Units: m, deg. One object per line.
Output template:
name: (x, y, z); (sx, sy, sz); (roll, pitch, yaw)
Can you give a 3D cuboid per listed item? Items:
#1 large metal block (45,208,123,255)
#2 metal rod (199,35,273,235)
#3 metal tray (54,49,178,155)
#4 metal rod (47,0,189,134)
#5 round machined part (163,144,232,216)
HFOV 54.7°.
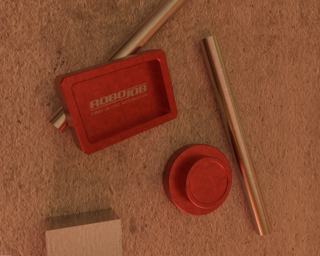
large metal block: (-0.089, 0.146, 0.364); (0.081, 0.050, 0.079); (-3, 91, -20)
metal rod: (0.112, 0.015, 0.452); (0.025, 0.025, 0.298); (-20, 97, -19)
metal tray: (-0.047, -0.035, 0.370); (0.131, 0.030, 0.089); (-23, 112, -26)
metal rod: (-0.029, -0.113, 0.398); (0.025, 0.025, 0.300); (44, 76, -15)
round machined part: (0.057, 0.071, 0.423); (0.099, 0.042, 0.097); (0, 90, -21)
